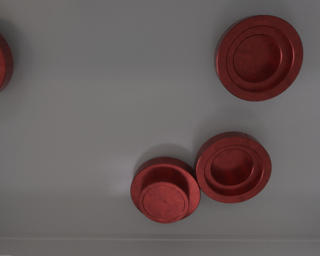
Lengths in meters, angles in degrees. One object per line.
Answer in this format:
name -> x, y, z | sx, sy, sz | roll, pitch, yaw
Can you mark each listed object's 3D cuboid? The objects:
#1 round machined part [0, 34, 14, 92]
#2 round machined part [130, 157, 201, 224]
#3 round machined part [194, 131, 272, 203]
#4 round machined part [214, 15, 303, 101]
round machined part -> -0.225, -0.083, 0.370 | 0.099, 0.042, 0.097 | 0, 110, 0
round machined part -> 0.007, 0.093, 0.430 | 0.099, 0.042, 0.097 | 2, 113, 5
round machined part -> 0.096, 0.049, 0.421 | 0.099, 0.042, 0.097 | 0, 110, -1
round machined part -> 0.114, -0.084, 0.372 | 0.099, 0.042, 0.097 | 0, 110, 0
